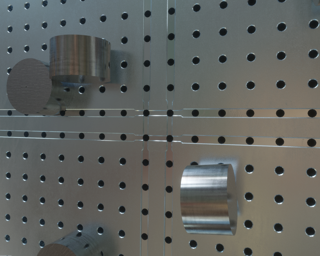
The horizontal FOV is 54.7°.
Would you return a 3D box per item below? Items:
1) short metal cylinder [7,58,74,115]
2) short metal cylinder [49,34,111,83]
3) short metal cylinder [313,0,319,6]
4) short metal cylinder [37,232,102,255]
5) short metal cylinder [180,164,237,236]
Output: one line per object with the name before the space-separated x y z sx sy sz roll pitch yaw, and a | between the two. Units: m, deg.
short metal cylinder | -0.178 -0.059 0.462 0.080 0.050 0.079 0 90 20
short metal cylinder | -0.108 -0.091 0.421 0.080 0.080 0.050 1 90 20
short metal cylinder | 0.186 -0.172 0.318 0.050 0.080 0.080 -6 88 20
short metal cylinder | -0.131 0.197 0.445 0.080 0.050 0.079 0 90 20
short metal cylinder | 0.060 0.083 0.362 0.050 0.080 0.080 -5 88 20
